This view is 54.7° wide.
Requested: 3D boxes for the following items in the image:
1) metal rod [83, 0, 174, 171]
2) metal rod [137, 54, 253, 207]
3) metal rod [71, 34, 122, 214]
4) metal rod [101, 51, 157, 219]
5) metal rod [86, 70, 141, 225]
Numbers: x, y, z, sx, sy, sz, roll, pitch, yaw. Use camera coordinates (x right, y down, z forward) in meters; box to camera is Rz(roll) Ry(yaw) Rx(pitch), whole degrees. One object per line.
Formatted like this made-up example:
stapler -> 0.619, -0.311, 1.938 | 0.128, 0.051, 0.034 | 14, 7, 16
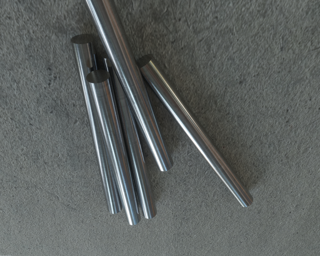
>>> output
metal rod -> -0.029, -0.045, 0.345 | 0.025, 0.025, 0.299 | -11, 137, 9
metal rod -> 0.061, 0.022, 0.426 | 0.025, 0.025, 0.300 | -26, 126, 20
metal rod -> -0.078, 0.020, 0.422 | 0.025, 0.025, 0.298 | -1, 130, 1
metal rod -> -0.035, 0.031, 0.433 | 0.025, 0.025, 0.298 | -5, 130, 4
metal rod -> -0.055, 0.051, 0.431 | 0.025, 0.025, 0.298 | -3, 135, 2
